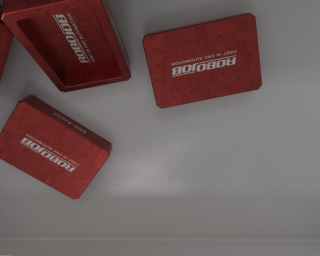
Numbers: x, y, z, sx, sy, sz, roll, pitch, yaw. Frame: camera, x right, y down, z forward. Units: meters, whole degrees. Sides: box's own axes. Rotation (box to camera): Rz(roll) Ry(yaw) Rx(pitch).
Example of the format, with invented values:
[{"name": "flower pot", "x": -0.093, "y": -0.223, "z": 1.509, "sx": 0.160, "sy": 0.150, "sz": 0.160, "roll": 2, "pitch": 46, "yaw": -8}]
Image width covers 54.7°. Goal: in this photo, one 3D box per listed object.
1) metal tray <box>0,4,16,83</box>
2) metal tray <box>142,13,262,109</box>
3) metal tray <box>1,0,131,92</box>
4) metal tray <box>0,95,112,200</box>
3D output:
[{"name": "metal tray", "x": -0.210, "y": -0.082, "z": 0.341, "sx": 0.090, "sy": 0.030, "sz": 0.129, "roll": 43, "pitch": 118, "yaw": 23}, {"name": "metal tray", "x": 0.052, "y": -0.081, "z": 0.379, "sx": 0.131, "sy": 0.030, "sz": 0.089, "roll": -11, "pitch": 110, "yaw": 4}, {"name": "metal tray", "x": -0.089, "y": -0.091, "z": 0.330, "sx": 0.090, "sy": 0.030, "sz": 0.130, "roll": -10, "pitch": 154, "yaw": 4}, {"name": "metal tray", "x": -0.143, "y": 0.028, "z": 0.418, "sx": 0.130, "sy": 0.030, "sz": 0.090, "roll": 33, "pitch": 107, "yaw": -12}]
